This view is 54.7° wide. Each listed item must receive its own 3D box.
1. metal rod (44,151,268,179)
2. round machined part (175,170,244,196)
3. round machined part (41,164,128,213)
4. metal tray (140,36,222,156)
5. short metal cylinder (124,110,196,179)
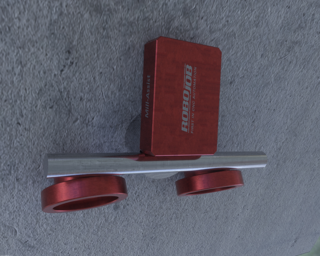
[{"bbox_3d":[0.018,0.042,0.382,0.303,0.025,0.025,2,118,-30],"label":"metal rod"},{"bbox_3d":[0.071,0.072,0.460,0.099,0.042,0.098,-8,163,-2],"label":"round machined part"},{"bbox_3d":[-0.091,0.070,0.371,0.099,0.042,0.098,-11,160,-4],"label":"round machined part"},{"bbox_3d":[0.026,-0.034,0.365,0.091,0.030,0.129,2,91,-30],"label":"metal tray"},{"bbox_3d":[0.000,0.019,0.406,0.081,0.050,0.079,-14,125,-21],"label":"short metal cylinder"}]
